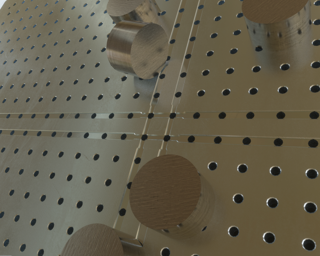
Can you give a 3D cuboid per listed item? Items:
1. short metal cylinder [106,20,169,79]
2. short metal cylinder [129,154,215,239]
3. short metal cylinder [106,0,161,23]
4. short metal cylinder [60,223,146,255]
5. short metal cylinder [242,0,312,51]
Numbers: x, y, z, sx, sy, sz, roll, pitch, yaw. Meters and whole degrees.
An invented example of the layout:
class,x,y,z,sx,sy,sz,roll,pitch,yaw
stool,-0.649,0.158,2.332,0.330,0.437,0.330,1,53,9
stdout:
class,x,y,z,sx,sy,sz,roll,pitch,yaw
short metal cylinder,-0.032,-0.117,0.462,0.050,0.080,0.080,22,74,36
short metal cylinder,0.014,0.075,0.338,0.080,0.050,0.080,-13,56,21
short metal cylinder,-0.046,-0.207,0.543,0.080,0.050,0.080,-13,56,21
short metal cylinder,-0.061,0.149,0.333,0.080,0.050,0.080,-13,56,21
short metal cylinder,0.152,-0.148,0.403,0.080,0.050,0.080,-13,56,21
